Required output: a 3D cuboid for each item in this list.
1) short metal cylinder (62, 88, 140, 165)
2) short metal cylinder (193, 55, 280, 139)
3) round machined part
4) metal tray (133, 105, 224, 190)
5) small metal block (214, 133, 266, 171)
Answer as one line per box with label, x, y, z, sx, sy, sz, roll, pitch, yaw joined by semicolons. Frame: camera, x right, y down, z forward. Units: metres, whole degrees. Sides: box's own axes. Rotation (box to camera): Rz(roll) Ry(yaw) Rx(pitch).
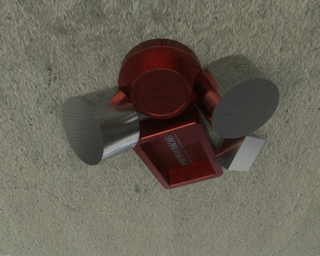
short metal cylinder;-0.070;-0.003;0.361;0.050;0.080;0.079;-23;146;-41
short metal cylinder;0.085;-0.034;0.350;0.081;0.050;0.079;-12;134;-13
round machined part;0.001;-0.049;0.357;0.099;0.042;0.097;0;130;0
metal tray;0.026;0.032;0.418;0.090;0.030;0.130;-17;138;14
small metal block;0.106;0.029;0.411;0.050;0.025;0.050;11;110;-44
